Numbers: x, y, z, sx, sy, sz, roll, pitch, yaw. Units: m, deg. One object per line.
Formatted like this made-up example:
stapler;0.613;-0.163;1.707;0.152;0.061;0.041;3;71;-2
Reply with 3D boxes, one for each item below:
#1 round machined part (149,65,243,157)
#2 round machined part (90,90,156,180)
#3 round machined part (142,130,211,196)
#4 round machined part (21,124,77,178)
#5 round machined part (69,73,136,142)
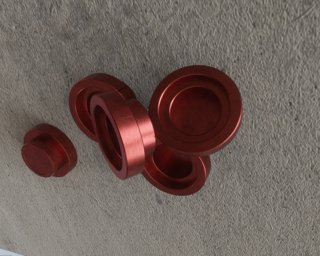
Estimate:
round machined part;0.041;-0.016;0.342;0.098;0.042;0.098;-4;74;15
round machined part;-0.039;0.005;0.346;0.098;0.042;0.097;45;145;44
round machined part;0.020;0.038;0.407;0.098;0.042;0.097;14;127;21
round machined part;-0.194;0.045;0.526;0.098;0.042;0.097;13;124;21
round machined part;-0.069;-0.028;0.415;0.098;0.042;0.097;13;124;21
